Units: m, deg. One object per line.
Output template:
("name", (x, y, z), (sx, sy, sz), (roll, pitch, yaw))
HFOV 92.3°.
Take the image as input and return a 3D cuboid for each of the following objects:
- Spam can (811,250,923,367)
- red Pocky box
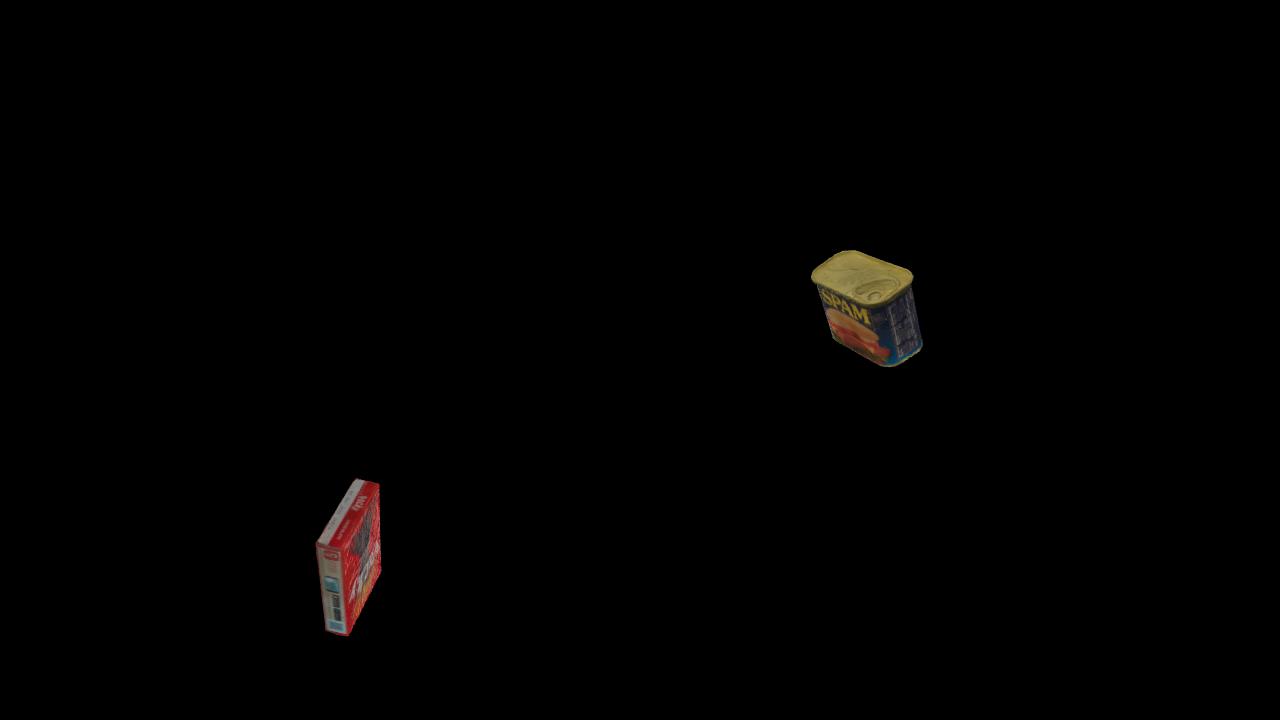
("Spam can", (0.228, -0.052, 0.616), (0.058, 0.085, 0.101), (-34, 34, -7))
("red Pocky box", (-0.291, 0.201, 0.623), (0.028, 0.155, 0.083), (13, 36, -5))
